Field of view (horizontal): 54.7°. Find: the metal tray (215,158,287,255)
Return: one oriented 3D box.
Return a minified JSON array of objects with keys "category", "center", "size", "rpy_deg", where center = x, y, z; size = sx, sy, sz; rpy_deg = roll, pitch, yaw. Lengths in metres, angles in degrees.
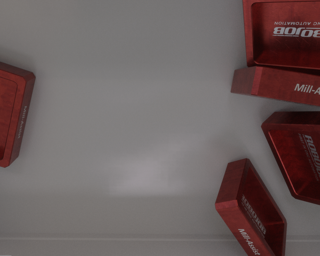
[{"category":"metal tray","center":[0.128,0.117,0.418],"size":[0.030,0.090,0.130],"rpy_deg":[-22,111,35]}]

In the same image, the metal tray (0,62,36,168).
[{"category":"metal tray","center":[-0.222,-0.021,0.398],"size":[0.091,0.030,0.129],"rpy_deg":[18,109,-7]}]

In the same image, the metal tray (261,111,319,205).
[{"category":"metal tray","center":[0.194,0.041,0.392],"size":[0.030,0.090,0.130],"rpy_deg":[-38,110,-24]}]

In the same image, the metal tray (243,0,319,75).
[{"category":"metal tray","center":[0.156,-0.101,0.321],"size":[0.130,0.030,0.090],"rpy_deg":[14,136,34]}]

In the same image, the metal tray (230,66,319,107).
[{"category":"metal tray","center":[0.158,-0.044,0.359],"size":[0.131,0.090,0.030],"rpy_deg":[9,98,-4]}]
